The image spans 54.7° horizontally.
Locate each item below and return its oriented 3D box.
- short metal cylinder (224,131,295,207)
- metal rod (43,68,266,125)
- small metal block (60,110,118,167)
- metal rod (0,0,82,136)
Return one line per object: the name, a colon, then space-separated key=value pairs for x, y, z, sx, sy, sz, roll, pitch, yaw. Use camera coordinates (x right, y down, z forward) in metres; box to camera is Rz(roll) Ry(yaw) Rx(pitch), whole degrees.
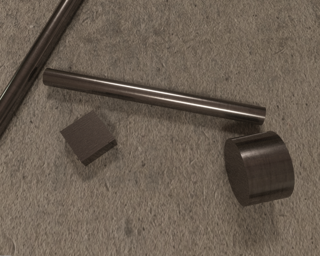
short metal cylinder: x=0.113 y=0.047 z=0.363 sx=0.050 sy=0.080 sz=0.080 roll=-11 pitch=71 yaw=-4
metal rod: x=-0.010 y=-0.044 z=0.423 sx=0.302 sy=0.025 sz=0.025 roll=11 pitch=70 yaw=3
small metal block: x=-0.092 y=0.013 z=0.402 sx=0.050 sy=0.025 sz=0.050 roll=-36 pitch=74 yaw=-12
metal rod: x=-0.173 y=-0.109 z=0.445 sx=0.025 sy=0.025 sz=0.300 roll=20 pitch=71 yaw=7
